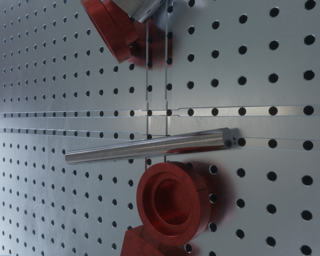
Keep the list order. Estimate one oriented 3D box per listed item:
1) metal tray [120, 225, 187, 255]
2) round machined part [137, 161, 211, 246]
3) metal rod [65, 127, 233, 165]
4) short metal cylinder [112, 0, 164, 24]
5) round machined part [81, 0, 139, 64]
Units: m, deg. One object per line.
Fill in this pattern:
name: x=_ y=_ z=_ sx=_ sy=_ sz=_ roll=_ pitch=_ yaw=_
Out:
metal tray: x=-0.018 y=0.212 z=0.421 sx=0.090 sy=0.030 sz=0.129 roll=21 pitch=103 yaw=38
round machined part: x=0.021 y=0.089 z=0.381 sx=0.098 sy=0.042 sz=0.097 roll=0 pitch=90 yaw=40
metal rod: x=-0.038 y=0.032 z=0.440 sx=0.300 sy=0.025 sz=0.025 roll=-10 pitch=84 yaw=39
short metal cylinder: x=-0.033 y=-0.181 z=0.397 sx=0.050 sy=0.080 sz=0.080 roll=-45 pitch=63 yaw=21
round machined part: x=-0.064 y=-0.141 z=0.428 sx=0.042 sy=0.098 sz=0.098 roll=-32 pitch=66 yaw=-2
